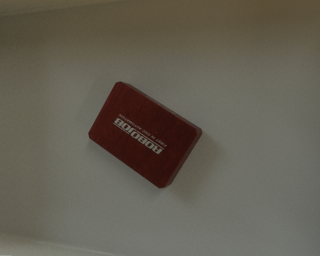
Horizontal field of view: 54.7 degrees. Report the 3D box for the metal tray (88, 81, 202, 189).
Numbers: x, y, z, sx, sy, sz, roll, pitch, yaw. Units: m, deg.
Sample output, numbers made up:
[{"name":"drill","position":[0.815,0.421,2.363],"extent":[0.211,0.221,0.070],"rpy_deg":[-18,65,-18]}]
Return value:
[{"name":"metal tray","position":[-0.022,0.007,0.415],"extent":[0.130,0.030,0.090],"rpy_deg":[33,100,16]}]
